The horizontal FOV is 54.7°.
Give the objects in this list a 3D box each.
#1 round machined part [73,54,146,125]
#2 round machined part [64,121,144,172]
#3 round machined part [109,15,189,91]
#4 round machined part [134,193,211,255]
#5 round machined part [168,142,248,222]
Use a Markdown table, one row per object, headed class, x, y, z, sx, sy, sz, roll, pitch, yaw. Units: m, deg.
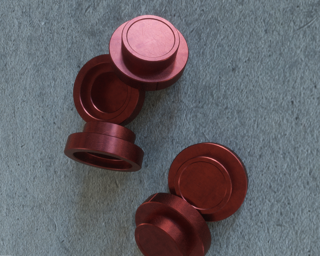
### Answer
| class | x | y | z | sx | sy | sz | roll | pitch | yaw |
| --- | --- | --- | --- | --- | --- | --- | --- | --- | --- |
| round machined part | -0.064 | -0.047 | 0.422 | 0.098 | 0.042 | 0.097 | -1 | 88 | 20 |
| round machined part | -0.069 | 0.023 | 0.399 | 0.098 | 0.098 | 0.042 | 2 | 68 | 20 |
| round machined part | -0.013 | -0.098 | 0.379 | 0.099 | 0.042 | 0.098 | 3 | 67 | -7 |
| round machined part | 0.008 | 0.131 | 0.375 | 0.098 | 0.042 | 0.097 | 17 | 123 | 29 |
| round machined part | 0.056 | 0.067 | 0.380 | 0.098 | 0.042 | 0.097 | 0 | 90 | 20 |
